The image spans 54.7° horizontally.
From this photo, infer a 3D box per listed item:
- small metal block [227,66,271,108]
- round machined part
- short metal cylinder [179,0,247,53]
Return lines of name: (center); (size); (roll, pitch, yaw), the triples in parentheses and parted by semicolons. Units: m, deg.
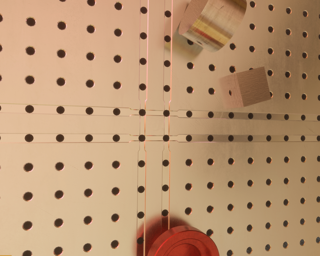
small metal block: (0.133, -0.061, 0.463); (0.050, 0.025, 0.050); (-16, 96, -20)
round machined part: (0.027, 0.179, 0.415); (0.099, 0.042, 0.097); (0, 90, -21)
short metal cylinder: (0.068, -0.148, 0.409); (0.050, 0.080, 0.080); (25, 82, -19)
